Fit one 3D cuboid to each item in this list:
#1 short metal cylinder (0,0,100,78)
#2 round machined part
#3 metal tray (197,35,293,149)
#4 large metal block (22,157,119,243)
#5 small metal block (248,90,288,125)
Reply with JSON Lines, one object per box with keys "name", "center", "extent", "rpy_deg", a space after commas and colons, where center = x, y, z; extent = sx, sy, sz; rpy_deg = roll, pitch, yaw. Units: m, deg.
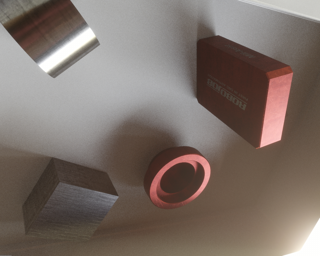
{"name": "short metal cylinder", "center": [-0.097, -0.090, 0.265], "extent": [0.050, 0.080, 0.080], "rpy_deg": [-38, 130, -3]}
{"name": "round machined part", "center": [0.021, 0.067, 0.453], "extent": [0.099, 0.042, 0.097], "rpy_deg": [-14, 125, -21]}
{"name": "metal tray", "center": [0.089, -0.047, 0.362], "extent": [0.030, 0.130, 0.089], "rpy_deg": [-17, 126, -19]}
{"name": "large metal block", "center": [-0.113, 0.093, 0.389], "extent": [0.080, 0.050, 0.080], "rpy_deg": [25, 105, -37]}
{"name": "small metal block", "center": [0.169, -0.026, 0.488], "extent": [0.050, 0.025, 0.050], "rpy_deg": [-39, 130, -2]}
